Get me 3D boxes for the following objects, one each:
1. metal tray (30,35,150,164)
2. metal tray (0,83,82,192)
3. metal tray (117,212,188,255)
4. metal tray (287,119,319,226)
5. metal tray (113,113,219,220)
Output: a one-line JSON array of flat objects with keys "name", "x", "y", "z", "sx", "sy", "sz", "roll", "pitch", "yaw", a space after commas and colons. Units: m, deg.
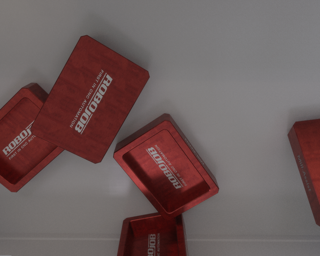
[{"name": "metal tray", "x": -0.083, "y": -0.033, "z": 0.376, "sx": 0.090, "sy": 0.030, "sz": 0.130, "roll": 29, "pitch": 94, "yaw": -16}, {"name": "metal tray", "x": -0.181, "y": 0.015, "z": 0.412, "sx": 0.130, "sy": 0.030, "sz": 0.090, "roll": -40, "pitch": 106, "yaw": 13}, {"name": "metal tray", "x": -0.009, "y": 0.166, "z": 0.416, "sx": 0.090, "sy": 0.130, "sz": 0.030, "roll": -11, "pitch": 110, "yaw": 4}, {"name": "metal tray", "x": 0.224, "y": 0.050, "z": 0.382, "sx": 0.091, "sy": 0.130, "sz": 0.030, "roll": -7, "pitch": 152, "yaw": 2}, {"name": "metal tray", "x": 0.010, "y": 0.056, "z": 0.429, "sx": 0.090, "sy": 0.030, "sz": 0.130, "roll": -33, "pitch": 107, "yaw": 11}]
